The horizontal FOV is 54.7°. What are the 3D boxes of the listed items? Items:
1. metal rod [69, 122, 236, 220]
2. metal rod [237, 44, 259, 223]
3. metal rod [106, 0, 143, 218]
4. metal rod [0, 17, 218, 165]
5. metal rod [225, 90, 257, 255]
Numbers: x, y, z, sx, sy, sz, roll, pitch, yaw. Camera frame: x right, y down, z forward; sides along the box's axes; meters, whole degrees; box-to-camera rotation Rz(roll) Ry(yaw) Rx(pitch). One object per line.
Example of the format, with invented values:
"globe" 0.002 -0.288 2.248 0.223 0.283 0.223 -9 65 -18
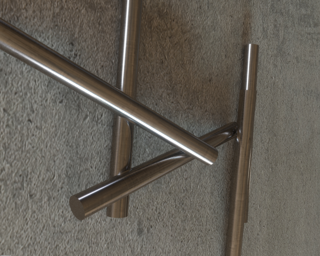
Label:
"metal rod" 0.022 0.039 0.400 0.302 0.025 0.025 -20 103 -45
"metal rod" 0.146 0.007 0.526 0.025 0.025 0.298 8 85 -40
"metal rod" -0.040 -0.046 0.370 0.025 0.025 0.298 6 86 -40
"metal rod" -0.050 -0.030 0.334 0.301 0.025 0.025 30 71 -27
"metal rod" 0.125 0.090 0.487 0.025 0.025 0.298 -1 98 -40
